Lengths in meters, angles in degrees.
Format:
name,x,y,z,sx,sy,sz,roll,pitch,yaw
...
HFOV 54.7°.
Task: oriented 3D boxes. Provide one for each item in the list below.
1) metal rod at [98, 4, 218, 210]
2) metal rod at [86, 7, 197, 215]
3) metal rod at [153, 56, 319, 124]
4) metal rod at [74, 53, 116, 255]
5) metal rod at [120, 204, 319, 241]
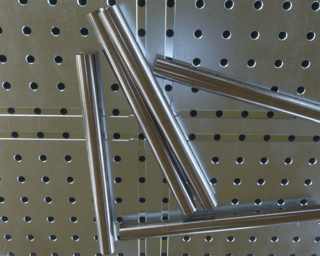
name,x,y,z,sx,sy,sz,roll,pitch,yaw
metal rod,0.008,-0.010,0.398,0.025,0.025,0.299,-25,113,8
metal rod,-0.016,-0.008,0.410,0.025,0.025,0.299,-22,109,7
metal rod,0.138,-0.038,0.401,0.302,0.025,0.025,15,109,-6
metal rod,-0.086,0.049,0.430,0.025,0.025,0.298,-2,110,0
metal rod,0.091,0.143,0.467,0.302,0.025,0.025,-6,110,1
